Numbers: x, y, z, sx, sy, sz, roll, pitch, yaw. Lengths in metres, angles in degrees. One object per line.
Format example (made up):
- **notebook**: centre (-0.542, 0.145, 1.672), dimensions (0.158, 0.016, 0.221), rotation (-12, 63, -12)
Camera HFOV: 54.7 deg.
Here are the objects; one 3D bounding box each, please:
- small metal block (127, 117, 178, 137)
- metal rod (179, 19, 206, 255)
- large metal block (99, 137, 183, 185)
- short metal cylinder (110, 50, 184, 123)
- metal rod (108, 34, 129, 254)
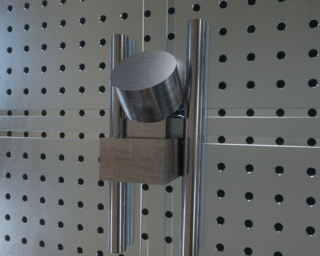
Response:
- **small metal block**: centre (-0.008, -0.001, 0.402), dimensions (0.050, 0.050, 0.025), rotation (2, 91, 19)
- **metal rod**: centre (0.042, 0.014, 0.398), dimensions (0.025, 0.025, 0.298), rotation (2, 91, 20)
- **large metal block**: centre (-0.019, 0.037, 0.388), dimensions (0.080, 0.080, 0.050), rotation (1, 91, 20)
- **short metal cylinder**: centre (-0.015, -0.052, 0.381), dimensions (0.080, 0.050, 0.080), rotation (-9, 44, 9)
- **metal rod**: centre (-0.058, 0.022, 0.433), dimensions (0.025, 0.025, 0.298), rotation (1, 90, 20)
